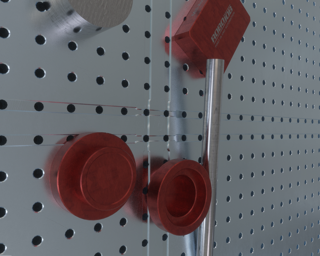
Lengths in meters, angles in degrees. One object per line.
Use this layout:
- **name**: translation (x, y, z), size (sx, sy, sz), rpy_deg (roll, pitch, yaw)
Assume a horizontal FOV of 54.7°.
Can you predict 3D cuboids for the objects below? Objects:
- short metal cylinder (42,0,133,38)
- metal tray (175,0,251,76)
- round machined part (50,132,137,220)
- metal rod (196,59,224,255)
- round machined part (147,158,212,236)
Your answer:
- **short metal cylinder**: translation (-0.076, -0.141, 0.329), size (0.081, 0.050, 0.079), rpy_deg (0, 90, -40)
- **metal tray**: translation (0.086, -0.155, 0.478), size (0.090, 0.030, 0.130), rpy_deg (43, 64, -32)
- **round machined part**: translation (-0.066, 0.053, 0.344), size (0.099, 0.042, 0.097), rpy_deg (0, 90, -40)
- **metal rod**: translation (0.072, 0.052, 0.451), size (0.025, 0.025, 0.298), rpy_deg (-3, 98, -40)
- **round machined part**: translation (0.021, 0.090, 0.417), size (0.099, 0.042, 0.097), rpy_deg (0, 90, -40)
